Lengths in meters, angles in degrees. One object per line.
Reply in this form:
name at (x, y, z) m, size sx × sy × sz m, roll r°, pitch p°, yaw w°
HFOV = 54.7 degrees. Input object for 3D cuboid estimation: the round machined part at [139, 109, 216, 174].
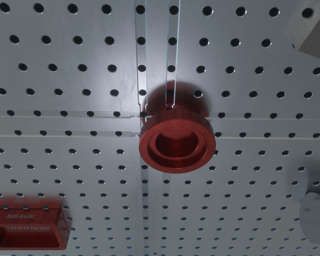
round machined part at (0.022, 0.013, 0.412) m, size 0.099 × 0.042 × 0.097 m, roll 0°, pitch 130°, yaw 0°

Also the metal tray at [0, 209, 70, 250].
metal tray at (-0.241, 0.187, 0.564) m, size 0.131 × 0.030 × 0.089 m, roll 0°, pitch 130°, yaw -1°

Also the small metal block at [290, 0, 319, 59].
small metal block at (0.178, -0.101, 0.327) m, size 0.050 × 0.025 × 0.050 m, roll 15°, pitch 129°, yaw -13°

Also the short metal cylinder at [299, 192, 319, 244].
short metal cylinder at (0.272, 0.147, 0.504) m, size 0.050 × 0.080 × 0.079 m, roll 5°, pitch 130°, yaw -5°
